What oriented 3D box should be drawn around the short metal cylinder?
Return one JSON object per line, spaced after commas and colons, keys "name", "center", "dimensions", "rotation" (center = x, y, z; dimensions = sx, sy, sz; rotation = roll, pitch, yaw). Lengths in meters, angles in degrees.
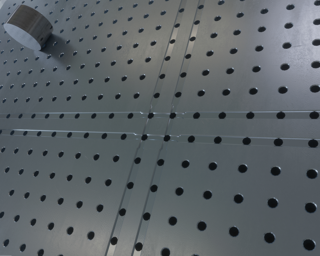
{"name": "short metal cylinder", "center": [-0.271, -0.207, 0.642], "dimensions": [0.080, 0.080, 0.050], "rotation": [13, 69, 33]}
